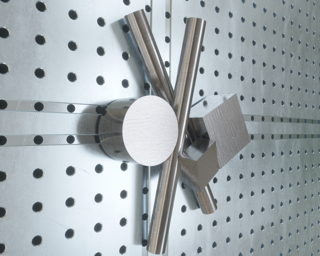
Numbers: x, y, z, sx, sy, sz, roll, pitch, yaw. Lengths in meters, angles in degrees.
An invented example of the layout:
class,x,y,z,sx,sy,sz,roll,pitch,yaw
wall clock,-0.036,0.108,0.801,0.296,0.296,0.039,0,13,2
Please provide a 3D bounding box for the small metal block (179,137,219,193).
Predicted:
class,x,y,z,sx,sy,sz,roll,pitch,yaw
small metal block,0.053,0.047,0.408,0.050,0.025,0.050,-39,129,-42

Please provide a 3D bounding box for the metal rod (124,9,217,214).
class,x,y,z,sx,sy,sz,roll,pitch,yaw
metal rod,0.021,-0.009,0.422,0.025,0.025,0.299,-35,112,-34

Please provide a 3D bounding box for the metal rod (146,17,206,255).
class,x,y,z,sx,sy,sz,roll,pitch,yaw
metal rod,0.020,0.011,0.396,0.025,0.025,0.298,8,93,-40

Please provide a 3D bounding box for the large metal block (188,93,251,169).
class,x,y,z,sx,sy,sz,roll,pitch,yaw
large metal block,0.081,0.003,0.455,0.081,0.050,0.080,-34,111,-35

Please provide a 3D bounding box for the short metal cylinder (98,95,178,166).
class,x,y,z,sx,sy,sz,roll,pitch,yaw
short metal cylinder,-0.025,0.003,0.368,0.081,0.050,0.079,0,90,-41
